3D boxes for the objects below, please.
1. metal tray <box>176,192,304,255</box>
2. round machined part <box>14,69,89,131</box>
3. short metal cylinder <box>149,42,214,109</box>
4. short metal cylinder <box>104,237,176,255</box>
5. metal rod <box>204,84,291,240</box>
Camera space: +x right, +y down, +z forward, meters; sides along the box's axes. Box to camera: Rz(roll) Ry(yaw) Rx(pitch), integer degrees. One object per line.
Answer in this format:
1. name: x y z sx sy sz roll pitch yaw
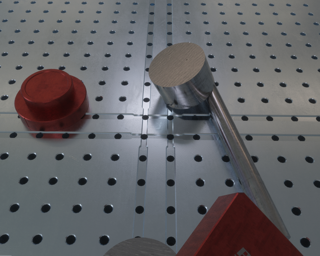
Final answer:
1. metal tray: 0.079 0.130 0.256 0.130 0.030 0.090 47 59 -3
2. round machined part: -0.153 -0.045 0.434 0.099 0.042 0.098 0 50 0
3. short metal cylinder: 0.031 -0.073 0.436 0.080 0.050 0.080 -13 53 18
4. short metal cylinder: -0.017 0.144 0.270 0.080 0.050 0.080 0 50 0
5. metal rod: 0.087 0.002 0.406 0.025 0.025 0.300 -10 51 -8
